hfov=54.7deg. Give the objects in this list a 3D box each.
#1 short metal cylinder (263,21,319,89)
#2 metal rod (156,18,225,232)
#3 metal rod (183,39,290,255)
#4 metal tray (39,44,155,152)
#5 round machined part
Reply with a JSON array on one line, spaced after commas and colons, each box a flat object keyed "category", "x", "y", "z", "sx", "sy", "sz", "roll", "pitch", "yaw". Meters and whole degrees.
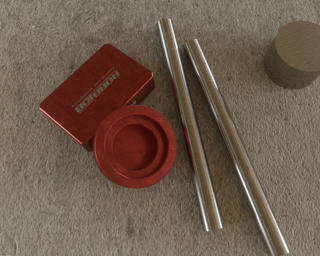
[{"category": "short metal cylinder", "x": 0.193, "y": -0.101, "z": 0.433, "sx": 0.081, "sy": 0.050, "sz": 0.080, "roll": 0, "pitch": 70, "yaw": 0}, {"category": "metal rod", "x": 0.035, "y": -0.018, "z": 0.415, "sx": 0.025, "sy": 0.025, "sz": 0.299, "roll": -10, "pitch": 70, "yaw": -4}, {"category": "metal rod", "x": 0.091, "y": 0.011, "z": 0.404, "sx": 0.025, "sy": 0.025, "sz": 0.299, "roll": -17, "pitch": 71, "yaw": -6}, {"category": "metal tray", "x": -0.081, "y": -0.044, "z": 0.415, "sx": 0.090, "sy": 0.030, "sz": 0.130, "roll": 37, "pitch": 74, "yaw": 19}, {"category": "round machined part", "x": -0.032, "y": 0.023, "z": 0.379, "sx": 0.099, "sy": 0.042, "sz": 0.097, "roll": 3, "pitch": 82, "yaw": -18}]
